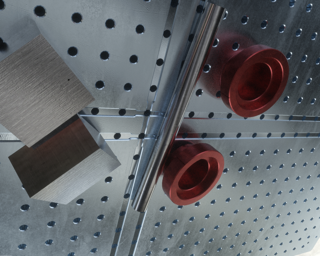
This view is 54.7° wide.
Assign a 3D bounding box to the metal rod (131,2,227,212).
[{"bbox_3d":[0.017,-0.012,0.413,0.025,0.025,0.298,7,115,-32],"label":"metal rod"}]

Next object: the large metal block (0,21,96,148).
[{"bbox_3d":[-0.125,-0.042,0.301,0.080,0.050,0.080,-37,129,-4],"label":"large metal block"}]

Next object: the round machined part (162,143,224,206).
[{"bbox_3d":[0.044,0.063,0.457,0.099,0.042,0.097,-21,131,-26],"label":"round machined part"}]

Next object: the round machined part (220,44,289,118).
[{"bbox_3d":[0.124,-0.067,0.427,0.099,0.042,0.097,-14,124,-21],"label":"round machined part"}]

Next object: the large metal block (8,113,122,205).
[{"bbox_3d":[-0.099,0.037,0.341,0.080,0.050,0.080,-36,160,-4],"label":"large metal block"}]
